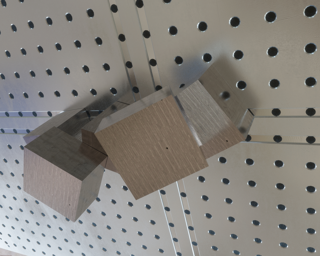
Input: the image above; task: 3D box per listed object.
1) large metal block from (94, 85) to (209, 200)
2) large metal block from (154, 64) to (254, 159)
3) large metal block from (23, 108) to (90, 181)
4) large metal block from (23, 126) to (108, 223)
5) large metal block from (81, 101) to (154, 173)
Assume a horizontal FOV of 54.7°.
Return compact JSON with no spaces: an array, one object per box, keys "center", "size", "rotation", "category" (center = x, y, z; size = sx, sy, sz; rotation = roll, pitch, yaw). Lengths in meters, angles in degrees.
[{"center":[-0.007,0.014,0.317],"size":[0.080,0.050,0.080],"rotation":[-27,106,7],"category":"large metal block"},{"center":[0.048,-0.013,0.361],"size":[0.080,0.050,0.080],"rotation":[-34,100,38],"category":"large metal block"},{"center":[-0.139,0.026,0.462],"size":[0.050,0.080,0.080],"rotation":[-6,115,31],"category":"large metal block"},{"center":[-0.120,0.058,0.387],"size":[0.080,0.050,0.079],"rotation":[28,128,11],"category":"large metal block"},{"center":[-0.043,0.013,0.404],"size":[0.080,0.080,0.050],"rotation":[17,125,18],"category":"large metal block"}]
